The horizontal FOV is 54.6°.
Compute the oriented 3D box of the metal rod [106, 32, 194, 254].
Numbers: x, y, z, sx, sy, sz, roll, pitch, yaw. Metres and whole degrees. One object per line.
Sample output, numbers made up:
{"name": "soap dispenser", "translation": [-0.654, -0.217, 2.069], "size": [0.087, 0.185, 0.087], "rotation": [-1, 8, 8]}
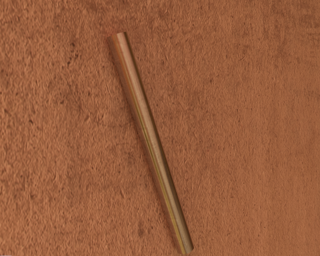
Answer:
{"name": "metal rod", "translation": [-0.007, 0.030, 0.397], "size": [0.025, 0.025, 0.299], "rotation": [-28, 108, -36]}
